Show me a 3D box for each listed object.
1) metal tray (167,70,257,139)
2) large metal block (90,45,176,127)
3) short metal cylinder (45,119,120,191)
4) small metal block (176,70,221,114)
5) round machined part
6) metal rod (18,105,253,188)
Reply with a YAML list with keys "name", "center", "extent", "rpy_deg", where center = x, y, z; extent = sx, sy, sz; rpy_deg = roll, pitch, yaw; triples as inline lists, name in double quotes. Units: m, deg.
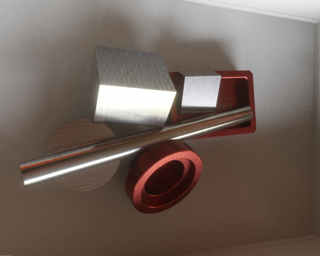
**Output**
- name: "metal tray"
  center: [0.069, -0.033, 0.432]
  extent: [0.131, 0.030, 0.089]
  rpy_deg: [-5, 92, -20]
- name: "large metal block"
  center: [-0.035, -0.049, 0.359]
  extent: [0.081, 0.080, 0.050]
  rpy_deg: [3, 131, -19]
- name: "short metal cylinder"
  center: [-0.091, 0.029, 0.362]
  extent: [0.081, 0.050, 0.079]
  rpy_deg: [0, 90, -21]
- name: "small metal block"
  center: [0.048, -0.048, 0.405]
  extent: [0.050, 0.025, 0.050]
  rpy_deg: [-5, 118, -20]
- name: "round machined part"
  center: [0.000, 0.056, 0.384]
  extent: [0.099, 0.042, 0.097]
  rpy_deg: [-21, 133, -24]
- name: "metal rod"
  center: [-0.003, 0.012, 0.365]
  extent: [0.303, 0.025, 0.025]
  rpy_deg: [-15, 95, -31]
